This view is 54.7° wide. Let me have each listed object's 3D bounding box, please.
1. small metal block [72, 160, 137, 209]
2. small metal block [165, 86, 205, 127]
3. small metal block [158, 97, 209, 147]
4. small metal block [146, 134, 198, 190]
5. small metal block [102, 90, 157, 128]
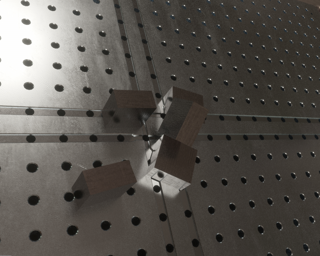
[{"bbox_3d":[-0.059,0.059,0.325,0.050,0.050,0.025,-11,68,-33],"label":"small metal block"},{"bbox_3d":[0.035,-0.027,0.445,0.050,0.025,0.050,14,56,-21],"label":"small metal block"},{"bbox_3d":[0.028,-0.009,0.391,0.025,0.050,0.050,26,88,-27],"label":"small metal block"},{"bbox_3d":[0.016,0.043,0.392,0.050,0.025,0.050,26,52,-13],"label":"small metal block"},{"bbox_3d":[-0.039,-0.023,0.386,0.050,0.050,0.025,-2,63,-30],"label":"small metal block"}]
